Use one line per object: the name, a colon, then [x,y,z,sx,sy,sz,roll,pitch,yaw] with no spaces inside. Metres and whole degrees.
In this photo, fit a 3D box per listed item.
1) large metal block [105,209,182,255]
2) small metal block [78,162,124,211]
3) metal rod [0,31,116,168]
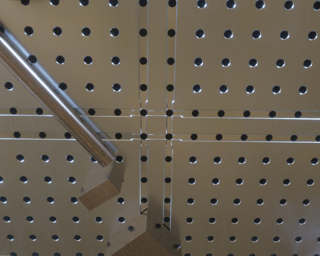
large metal block: [-0.024,0.185,0.468,0.080,0.050,0.080,-39,106,13]
small metal block: [-0.080,0.080,0.429,0.050,0.050,0.025,-32,107,11]
metal rod: [-0.164,-0.064,0.388,0.025,0.025,0.300,-37,106,12]
